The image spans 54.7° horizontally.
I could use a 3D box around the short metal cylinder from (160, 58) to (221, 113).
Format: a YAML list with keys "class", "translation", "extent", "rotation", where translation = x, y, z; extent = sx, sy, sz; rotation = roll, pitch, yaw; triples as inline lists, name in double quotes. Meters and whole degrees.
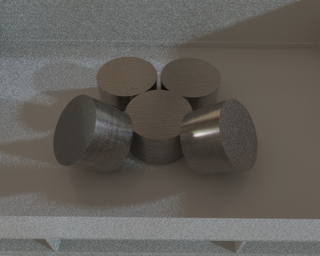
- class: "short metal cylinder"
  translation: [0.041, -0.053, 0.432]
  extent: [0.081, 0.050, 0.080]
  rotation: [0, 50, 0]

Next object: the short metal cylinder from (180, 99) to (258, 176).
- class: "short metal cylinder"
  translation: [0.068, 0.012, 0.350]
  extent: [0.050, 0.080, 0.080]
  rotation: [-15, 37, 41]

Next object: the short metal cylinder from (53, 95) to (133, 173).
- class: "short metal cylinder"
  translation: [-0.077, 0.008, 0.352]
  extent: [0.050, 0.080, 0.080]
  rotation: [22, 33, -44]

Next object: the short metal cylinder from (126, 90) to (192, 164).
- class: "short metal cylinder"
  translation: [-0.001, -0.002, 0.386]
  extent: [0.081, 0.050, 0.080]
  rotation: [0, 50, 0]

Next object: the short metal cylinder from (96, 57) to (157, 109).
- class: "short metal cylinder"
  translation: [-0.044, -0.054, 0.430]
  extent: [0.081, 0.050, 0.080]
  rotation: [0, 50, 0]
